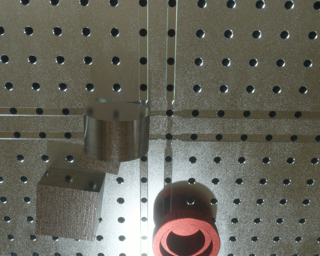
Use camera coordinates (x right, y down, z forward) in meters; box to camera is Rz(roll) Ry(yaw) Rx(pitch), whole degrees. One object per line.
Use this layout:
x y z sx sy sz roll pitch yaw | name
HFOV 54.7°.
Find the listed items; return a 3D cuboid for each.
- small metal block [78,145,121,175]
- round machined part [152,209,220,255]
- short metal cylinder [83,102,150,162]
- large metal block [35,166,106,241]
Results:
-0.076 0.034 0.412 0.050 0.050 0.025 13 110 -5 | small metal block
0.038 0.162 0.464 0.099 0.042 0.097 0 110 0 | round machined part
-0.053 0.002 0.384 0.081 0.080 0.050 3 110 -1 | short metal cylinder
-0.125 0.106 0.438 0.081 0.050 0.079 9 110 -4 | large metal block
